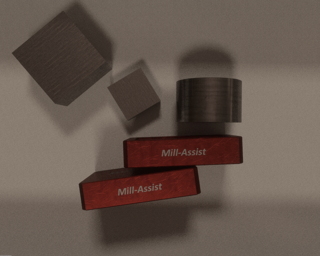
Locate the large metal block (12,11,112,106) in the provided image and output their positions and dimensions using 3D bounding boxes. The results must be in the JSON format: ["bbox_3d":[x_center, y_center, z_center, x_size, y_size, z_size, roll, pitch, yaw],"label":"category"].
[{"bbox_3d":[-0.122,-0.085,0.397,0.080,0.050,0.080,-40,91,0],"label":"large metal block"}]

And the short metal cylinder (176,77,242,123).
[{"bbox_3d":[0.060,-0.032,0.385,0.081,0.080,0.050,1,90,-1],"label":"short metal cylinder"}]

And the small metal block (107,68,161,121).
[{"bbox_3d":[-0.034,-0.044,0.411,0.050,0.025,0.050,-31,90,-1],"label":"small metal block"}]

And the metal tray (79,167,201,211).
[{"bbox_3d":[-0.022,0.066,0.378,0.131,0.090,0.030,-8,90,-1],"label":"metal tray"}]

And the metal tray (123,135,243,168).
[{"bbox_3d":[0.025,0.026,0.379,0.131,0.090,0.030,-2,90,-1],"label":"metal tray"}]
